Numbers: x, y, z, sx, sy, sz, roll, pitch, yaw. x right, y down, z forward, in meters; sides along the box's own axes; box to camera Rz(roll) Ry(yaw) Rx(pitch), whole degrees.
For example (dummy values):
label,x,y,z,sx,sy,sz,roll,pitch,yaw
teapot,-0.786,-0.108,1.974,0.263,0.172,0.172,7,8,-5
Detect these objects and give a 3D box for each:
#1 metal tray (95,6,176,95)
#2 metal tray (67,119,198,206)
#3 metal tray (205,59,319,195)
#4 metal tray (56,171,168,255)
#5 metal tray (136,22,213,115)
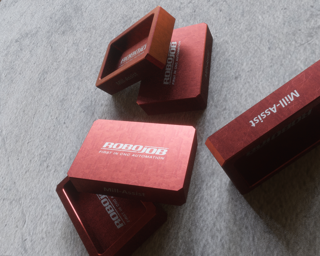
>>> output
label,x,y,z,sx,sy,sz,roll,pitch,yaw
metal tray,-0.039,-0.109,0.452,0.130,0.030,0.090,-17,53,47
metal tray,-0.028,0.035,0.360,0.131,0.030,0.090,5,48,15
metal tray,0.116,0.004,0.298,0.130,0.090,0.030,-36,52,4
metal tray,-0.063,0.089,0.377,0.090,0.030,0.130,-44,51,-3
metal tray,0.023,-0.084,0.439,0.090,0.030,0.130,-5,59,25
